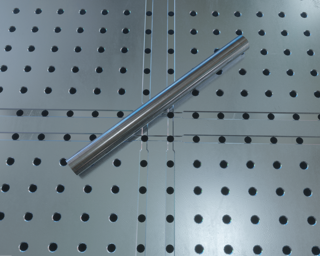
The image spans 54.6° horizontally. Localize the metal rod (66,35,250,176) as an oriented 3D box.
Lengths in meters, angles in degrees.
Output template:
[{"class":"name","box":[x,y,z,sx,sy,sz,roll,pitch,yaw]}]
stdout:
[{"class":"metal rod","box":[0.006,-0.038,0.425,0.301,0.025,0.025,-37,74,-13]}]
